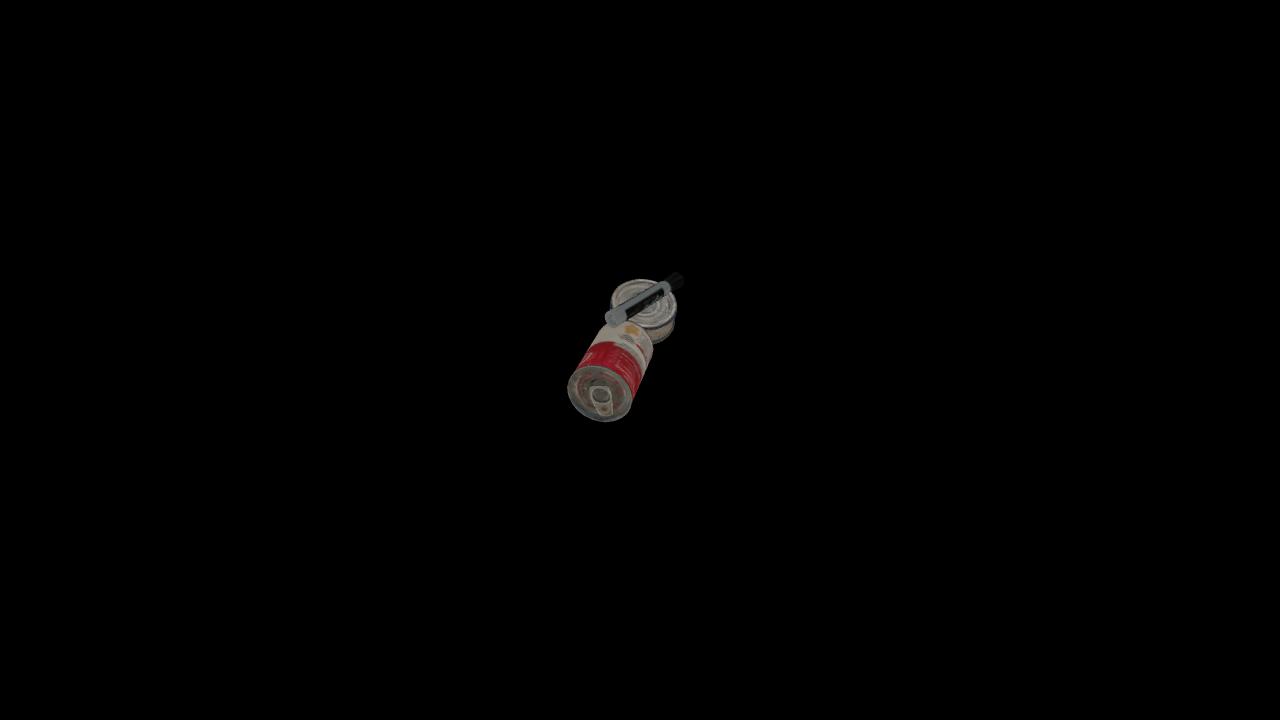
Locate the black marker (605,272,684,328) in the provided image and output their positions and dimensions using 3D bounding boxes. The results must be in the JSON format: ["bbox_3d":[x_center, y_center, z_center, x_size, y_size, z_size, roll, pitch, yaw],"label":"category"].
[{"bbox_3d":[0.009,-0.069,0.679,0.020,0.020,0.121,0,26,47],"label":"black marker"}]

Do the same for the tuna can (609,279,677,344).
[{"bbox_3d":[0.003,-0.061,0.760,0.084,0.084,0.034,0,-37,-7],"label":"tuna can"}]

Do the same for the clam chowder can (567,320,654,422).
[{"bbox_3d":[-0.028,0.008,0.650,0.068,0.068,0.102,0,31,17],"label":"clam chowder can"}]
